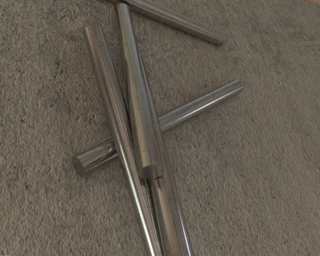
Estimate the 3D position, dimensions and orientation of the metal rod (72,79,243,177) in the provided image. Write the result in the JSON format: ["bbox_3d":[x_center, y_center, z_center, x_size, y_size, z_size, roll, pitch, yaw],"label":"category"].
[{"bbox_3d":[0.020,-0.014,0.422,0.302,0.025,0.025,-27,77,-37],"label":"metal rod"}]

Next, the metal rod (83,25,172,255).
[{"bbox_3d":[-0.039,0.012,0.342,0.025,0.025,0.299,-7,68,-31],"label":"metal rod"}]

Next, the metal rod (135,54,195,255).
[{"bbox_3d":[-0.008,0.014,0.349,0.025,0.025,0.300,8,46,-24],"label":"metal rod"}]

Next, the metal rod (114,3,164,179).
[{"bbox_3d":[-0.034,-0.071,0.389,0.025,0.025,0.300,8,46,-24],"label":"metal rod"}]

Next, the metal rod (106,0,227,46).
[{"bbox_3d":[-0.023,-0.199,0.512,0.302,0.025,0.025,16,55,-19],"label":"metal rod"}]
